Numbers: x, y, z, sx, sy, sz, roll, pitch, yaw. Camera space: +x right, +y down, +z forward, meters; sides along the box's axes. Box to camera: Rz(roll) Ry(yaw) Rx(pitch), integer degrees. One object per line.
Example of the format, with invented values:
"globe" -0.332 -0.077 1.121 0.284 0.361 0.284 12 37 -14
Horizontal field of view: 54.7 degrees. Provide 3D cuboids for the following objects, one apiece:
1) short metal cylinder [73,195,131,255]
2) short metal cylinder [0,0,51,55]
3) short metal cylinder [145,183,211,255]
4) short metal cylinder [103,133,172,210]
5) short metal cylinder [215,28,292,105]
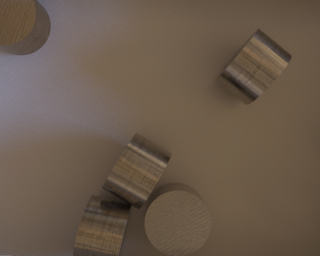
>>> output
"short metal cylinder" -0.069 0.128 0.383 0.050 0.080 0.080 13 90 0
"short metal cylinder" -0.189 -0.139 0.397 0.081 0.050 0.080 0 90 0
"short metal cylinder" 0.022 0.115 0.399 0.081 0.050 0.080 0 90 0
"short metal cylinder" -0.028 0.053 0.384 0.050 0.080 0.080 31 90 0
"short metal cylinder" 0.114 -0.075 0.385 0.050 0.080 0.080 39 90 0
